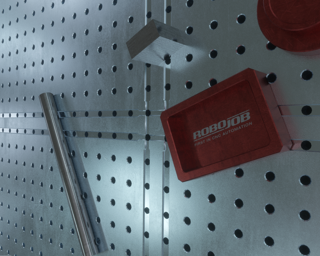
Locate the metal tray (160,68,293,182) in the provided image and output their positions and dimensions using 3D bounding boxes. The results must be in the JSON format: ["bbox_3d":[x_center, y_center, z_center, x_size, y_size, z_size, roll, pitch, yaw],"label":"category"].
[{"bbox_3d":[0.067,0.001,0.349,0.130,0.030,0.090,-25,74,36],"label":"metal tray"}]

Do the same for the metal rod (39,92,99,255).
[{"bbox_3d":[-0.163,0.072,0.540,0.025,0.025,0.299,-34,70,35],"label":"metal rod"}]

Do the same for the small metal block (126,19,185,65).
[{"bbox_3d":[-0.006,-0.108,0.396,0.050,0.050,0.025,-31,71,35],"label":"small metal block"}]

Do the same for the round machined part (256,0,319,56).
[{"bbox_3d":[0.136,-0.119,0.285,0.098,0.042,0.097,0,90,39],"label":"round machined part"}]
